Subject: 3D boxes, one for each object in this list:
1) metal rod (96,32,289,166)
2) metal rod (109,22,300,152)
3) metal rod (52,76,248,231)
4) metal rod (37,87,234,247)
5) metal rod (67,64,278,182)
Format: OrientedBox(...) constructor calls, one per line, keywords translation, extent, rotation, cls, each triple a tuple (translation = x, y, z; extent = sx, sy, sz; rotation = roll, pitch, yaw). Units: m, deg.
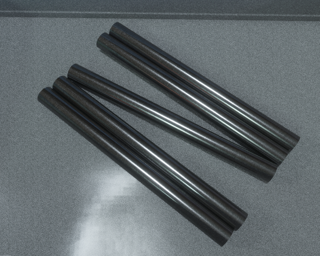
OrientedBox(translation=(0.036, -0.045, 0.425), extent=(0.300, 0.025, 0.025), rotation=(35, 74, 12), cls="metal rod")
OrientedBox(translation=(0.053, -0.062, 0.431), extent=(0.300, 0.025, 0.025), rotation=(35, 74, 12), cls="metal rod")
OrientedBox(translation=(-0.021, 0.025, 0.399), extent=(0.300, 0.025, 0.025), rotation=(36, 74, 12), cls="metal rod")
OrientedBox(translation=(-0.039, 0.041, 0.393), extent=(0.300, 0.025, 0.025), rotation=(36, 74, 12), cls="metal rod")
OrientedBox(translation=(0.009, -0.011, 0.412), extent=(0.301, 0.025, 0.025), rotation=(27, 72, 9), cls="metal rod")
